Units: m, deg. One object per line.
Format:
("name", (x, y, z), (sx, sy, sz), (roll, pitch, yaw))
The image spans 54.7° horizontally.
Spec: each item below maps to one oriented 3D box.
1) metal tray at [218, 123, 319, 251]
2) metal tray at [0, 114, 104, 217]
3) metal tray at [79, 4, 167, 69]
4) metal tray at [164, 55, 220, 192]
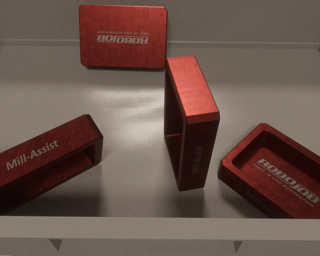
("metal tray", (0.144, 0.059, 0.353), (0.130, 0.030, 0.091), (38, 59, 27))
("metal tray", (-0.125, 0.042, 0.322), (0.131, 0.090, 0.030), (-28, 75, -22))
("metal tray", (-0.055, -0.140, 0.479), (0.131, 0.089, 0.030), (2, 15, 1))
("metal tray", (0.028, -0.001, 0.338), (0.030, 0.129, 0.090), (-9, 51, -7))
